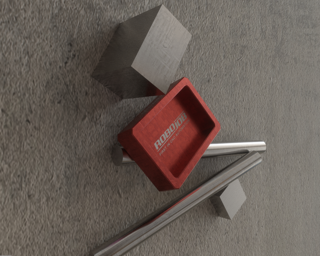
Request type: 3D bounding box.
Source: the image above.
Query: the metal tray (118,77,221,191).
[{"bbox_3d":[0.018,0.004,0.393,0.090,0.030,0.131,53,49,-13],"label":"metal tray"}]

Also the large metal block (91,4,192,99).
[{"bbox_3d":[-0.022,-0.082,0.352,0.050,0.080,0.080,36,68,-35],"label":"large metal block"}]

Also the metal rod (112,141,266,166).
[{"bbox_3d":[0.065,0.033,0.461,0.302,0.025,0.025,0,90,-40],"label":"metal rod"}]

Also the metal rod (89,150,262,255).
[{"bbox_3d":[0.042,0.099,0.429,0.302,0.025,0.025,-24,105,-34],"label":"metal rod"}]

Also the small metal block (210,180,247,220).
[{"bbox_3d":[0.109,0.110,0.499,0.050,0.025,0.050,-42,116,-32],"label":"small metal block"}]
